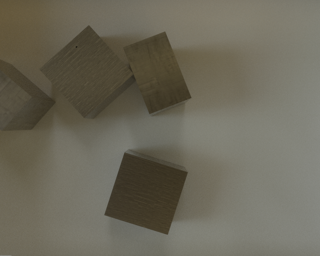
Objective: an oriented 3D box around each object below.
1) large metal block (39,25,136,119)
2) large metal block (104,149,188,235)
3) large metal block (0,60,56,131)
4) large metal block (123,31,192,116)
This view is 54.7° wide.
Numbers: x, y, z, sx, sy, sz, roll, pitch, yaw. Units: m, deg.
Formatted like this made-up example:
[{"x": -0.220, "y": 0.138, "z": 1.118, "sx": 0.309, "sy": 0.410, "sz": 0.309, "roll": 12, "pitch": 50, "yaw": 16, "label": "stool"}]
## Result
[{"x": -0.089, "y": -0.068, "z": 0.398, "sx": 0.080, "sy": 0.050, "sz": 0.080, "roll": -42, "pitch": 90, "yaw": 0, "label": "large metal block"}, {"x": -0.017, "y": 0.079, "z": 0.399, "sx": 0.080, "sy": 0.050, "sz": 0.080, "roll": 18, "pitch": 90, "yaw": -1, "label": "large metal block"}, {"x": -0.189, "y": -0.042, "z": 0.381, "sx": 0.080, "sy": 0.080, "sz": 0.050, "roll": 41, "pitch": 90, "yaw": -1, "label": "large metal block"}, {"x": -0.003, "y": -0.062, "z": 0.384, "sx": 0.050, "sy": 0.080, "sz": 0.080, "roll": -22, "pitch": 90, "yaw": 0, "label": "large metal block"}]
